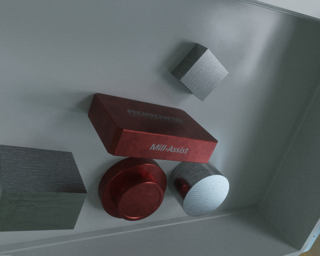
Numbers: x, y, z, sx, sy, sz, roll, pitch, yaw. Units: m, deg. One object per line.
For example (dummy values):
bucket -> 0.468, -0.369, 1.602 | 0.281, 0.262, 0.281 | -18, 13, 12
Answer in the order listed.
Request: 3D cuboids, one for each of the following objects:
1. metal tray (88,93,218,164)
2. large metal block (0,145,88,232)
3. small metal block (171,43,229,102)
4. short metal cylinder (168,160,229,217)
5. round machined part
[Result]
metal tray -> -0.009, 0.001, 0.363 | 0.131, 0.090, 0.030 | 9, 114, -33
large metal block -> -0.135, 0.065, 0.340 | 0.081, 0.080, 0.050 | 10, 113, -33
small metal block -> 0.051, -0.070, 0.395 | 0.050, 0.025, 0.050 | -48, 129, 6
short metal cylinder -> 0.060, 0.091, 0.484 | 0.081, 0.050, 0.079 | -14, 125, -21
round machined part -> -0.034, 0.092, 0.438 | 0.099, 0.042, 0.097 | -14, 125, -21
